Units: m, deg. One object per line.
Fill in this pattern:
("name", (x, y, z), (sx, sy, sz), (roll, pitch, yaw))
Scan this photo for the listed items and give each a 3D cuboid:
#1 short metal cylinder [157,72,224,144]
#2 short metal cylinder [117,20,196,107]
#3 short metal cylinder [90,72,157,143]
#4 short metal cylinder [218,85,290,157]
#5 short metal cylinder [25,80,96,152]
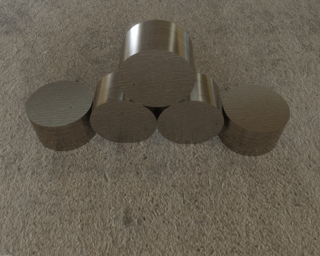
("short metal cylinder", (0.037, -0.023, 0.389), (0.080, 0.080, 0.050), (0, 49, 0))
("short metal cylinder", (-0.003, -0.068, 0.336), (0.080, 0.080, 0.050), (1, 51, 0))
("short metal cylinder", (-0.044, -0.024, 0.389), (0.080, 0.080, 0.050), (0, 50, 0))
("short metal cylinder", (0.117, -0.010, 0.397), (0.081, 0.050, 0.080), (0, 50, 0))
("short metal cylinder", (-0.124, -0.016, 0.401), (0.081, 0.050, 0.080), (0, 50, 0))
